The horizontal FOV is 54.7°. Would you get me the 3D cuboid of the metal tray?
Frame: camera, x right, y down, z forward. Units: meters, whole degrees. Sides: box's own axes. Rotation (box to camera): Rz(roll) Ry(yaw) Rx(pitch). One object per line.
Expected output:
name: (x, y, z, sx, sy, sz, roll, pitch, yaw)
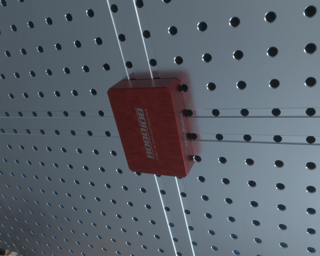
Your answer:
metal tray: (-0.010, 0.001, 0.412, 0.090, 0.030, 0.129, 2, 120, 27)
